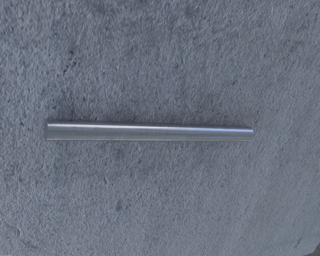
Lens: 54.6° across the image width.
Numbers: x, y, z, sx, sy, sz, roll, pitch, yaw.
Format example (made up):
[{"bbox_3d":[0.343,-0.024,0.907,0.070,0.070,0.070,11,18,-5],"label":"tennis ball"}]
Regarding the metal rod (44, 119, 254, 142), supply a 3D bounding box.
[{"bbox_3d":[0.006,0.006,0.414,0.302,0.025,0.025,2,118,-29],"label":"metal rod"}]
